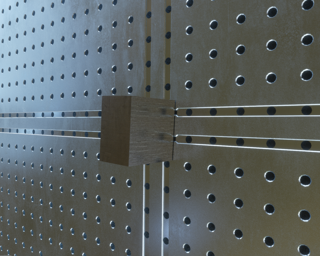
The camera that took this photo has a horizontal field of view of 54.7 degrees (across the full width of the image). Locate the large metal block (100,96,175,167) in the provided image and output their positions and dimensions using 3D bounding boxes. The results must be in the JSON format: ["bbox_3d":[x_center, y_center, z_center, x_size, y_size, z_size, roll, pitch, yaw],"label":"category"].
[{"bbox_3d":[-0.027,0.002,0.393,0.050,0.081,0.079,5,93,39],"label":"large metal block"}]
